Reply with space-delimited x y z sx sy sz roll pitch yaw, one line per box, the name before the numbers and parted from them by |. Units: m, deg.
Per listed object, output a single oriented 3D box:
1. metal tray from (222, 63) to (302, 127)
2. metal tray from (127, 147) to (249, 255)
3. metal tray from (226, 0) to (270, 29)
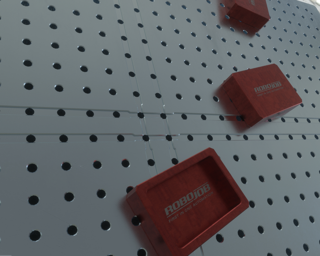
metal tray | 0.181 -0.061 0.543 0.131 0.030 0.090 -18 71 -35
metal tray | 0.037 0.087 0.373 0.131 0.030 0.090 -23 74 -36
metal tray | 0.189 -0.286 0.685 0.091 0.030 0.130 15 55 -20
